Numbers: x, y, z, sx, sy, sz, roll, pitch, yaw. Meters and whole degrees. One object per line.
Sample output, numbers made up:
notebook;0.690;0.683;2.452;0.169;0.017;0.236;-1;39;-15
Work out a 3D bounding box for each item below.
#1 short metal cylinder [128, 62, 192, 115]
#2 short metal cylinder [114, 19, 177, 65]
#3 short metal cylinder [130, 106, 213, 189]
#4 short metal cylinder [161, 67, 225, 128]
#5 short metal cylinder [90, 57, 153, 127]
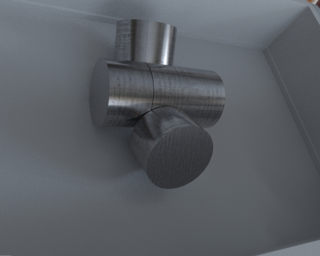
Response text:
short metal cylinder;-0.003;-0.040;0.391;0.050;0.080;0.080;1;61;-27
short metal cylinder;-0.020;-0.111;0.416;0.081;0.080;0.050;2;99;-27
short metal cylinder;0.012;0.022;0.352;0.081;0.079;0.050;0;28;-28
short metal cylinder;0.042;-0.040;0.415;0.050;0.080;0.080;1;61;-27
short metal cylinder;-0.048;-0.041;0.367;0.050;0.080;0.080;1;61;-27
